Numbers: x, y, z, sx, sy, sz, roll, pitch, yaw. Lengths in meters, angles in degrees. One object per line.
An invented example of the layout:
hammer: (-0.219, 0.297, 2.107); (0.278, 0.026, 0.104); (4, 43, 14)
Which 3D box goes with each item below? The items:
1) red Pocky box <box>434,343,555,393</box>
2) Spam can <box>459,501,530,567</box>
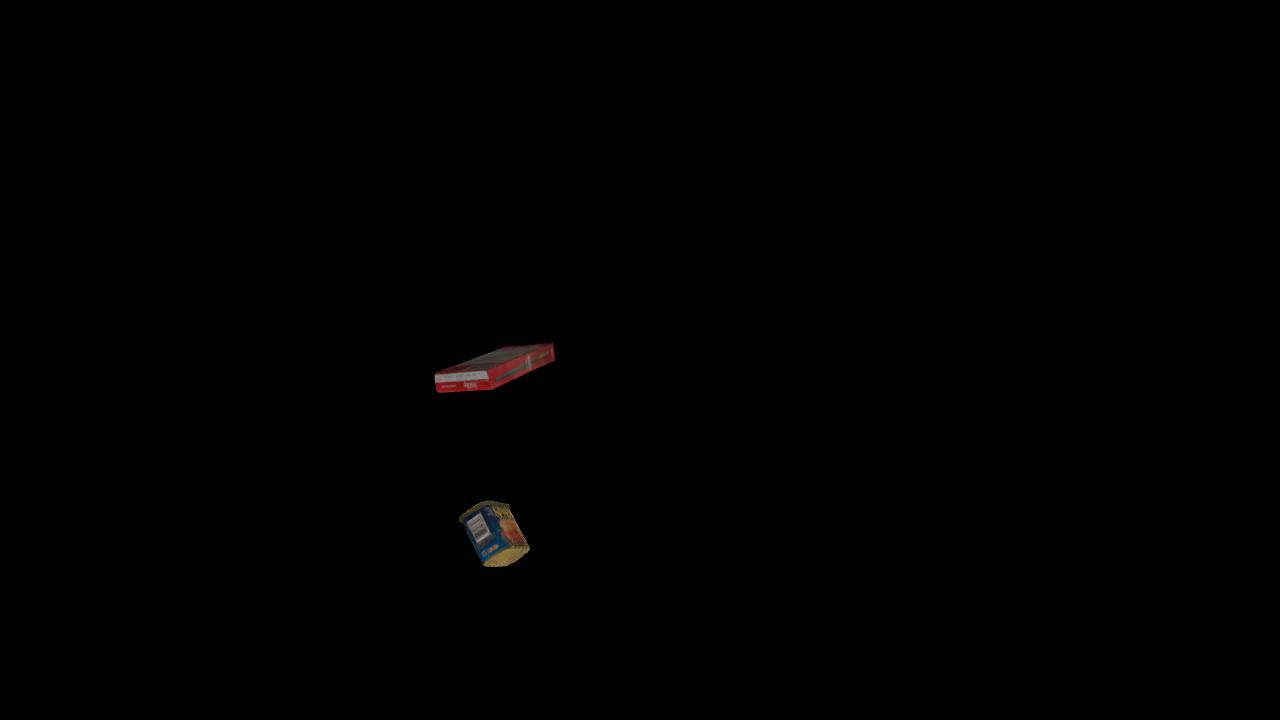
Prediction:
red Pocky box: (-0.182, 0.008, 0.795); (0.083, 0.028, 0.155); (-5, 12, 24)
Spam can: (-0.228, 0.276, 0.972); (0.058, 0.085, 0.101); (-35, -23, 2)
